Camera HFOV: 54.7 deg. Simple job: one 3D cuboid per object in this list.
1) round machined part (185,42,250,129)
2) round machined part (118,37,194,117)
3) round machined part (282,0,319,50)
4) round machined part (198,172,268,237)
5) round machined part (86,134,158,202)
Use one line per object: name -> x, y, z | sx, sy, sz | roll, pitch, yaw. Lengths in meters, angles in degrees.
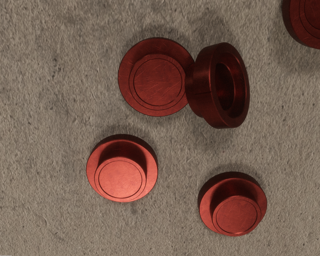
round machined part -> 0.065, -0.047, 0.365 | 0.042, 0.099, 0.098 | -5, 115, 40
round machined part -> -0.003, -0.060, 0.379 | 0.099, 0.042, 0.097 | 0, 110, -1
round machined part -> 0.188, -0.140, 0.352 | 0.099, 0.042, 0.097 | 0, 110, -1
round machined part -> 0.106, 0.115, 0.445 | 0.099, 0.042, 0.097 | 0, 110, -1
round machined part -> -0.052, 0.061, 0.422 | 0.099, 0.042, 0.097 | 0, 110, -1
